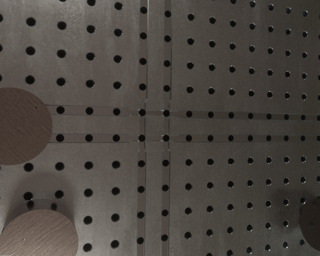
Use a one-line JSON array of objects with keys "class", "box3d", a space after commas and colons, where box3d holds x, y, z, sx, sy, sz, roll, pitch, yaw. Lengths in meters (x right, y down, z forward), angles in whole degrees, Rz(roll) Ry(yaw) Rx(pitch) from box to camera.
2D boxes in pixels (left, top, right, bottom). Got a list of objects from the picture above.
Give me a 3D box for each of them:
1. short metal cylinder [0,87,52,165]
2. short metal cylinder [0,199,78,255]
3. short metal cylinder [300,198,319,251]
[{"class": "short metal cylinder", "box3d": [-0.161, -0.002, 0.340, 0.081, 0.050, 0.079, 0, 90, -21]}, {"class": "short metal cylinder", "box3d": [-0.136, 0.125, 0.350, 0.081, 0.050, 0.079, 0, 90, -21]}, {"class": "short metal cylinder", "box3d": [0.270, 0.151, 0.486, 0.050, 0.080, 0.080, 8, 88, -20]}]
